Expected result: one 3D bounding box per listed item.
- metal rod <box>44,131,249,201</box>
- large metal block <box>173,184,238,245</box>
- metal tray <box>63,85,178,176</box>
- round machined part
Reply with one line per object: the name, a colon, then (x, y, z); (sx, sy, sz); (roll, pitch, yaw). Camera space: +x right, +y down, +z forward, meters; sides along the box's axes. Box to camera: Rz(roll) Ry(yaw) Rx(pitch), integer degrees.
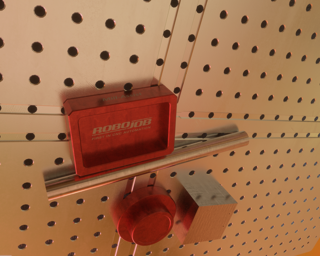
metal rod: (-0.003, 0.047, 0.438); (0.302, 0.025, 0.025); (-13, 124, -22)
large metal block: (0.072, 0.144, 0.524); (0.081, 0.050, 0.079); (4, 116, -31)
metal tray: (-0.045, 0.002, 0.384); (0.131, 0.030, 0.089); (-12, 124, -22)
round machined part: (-0.018, 0.142, 0.478); (0.099, 0.042, 0.097); (-14, 124, -21)
